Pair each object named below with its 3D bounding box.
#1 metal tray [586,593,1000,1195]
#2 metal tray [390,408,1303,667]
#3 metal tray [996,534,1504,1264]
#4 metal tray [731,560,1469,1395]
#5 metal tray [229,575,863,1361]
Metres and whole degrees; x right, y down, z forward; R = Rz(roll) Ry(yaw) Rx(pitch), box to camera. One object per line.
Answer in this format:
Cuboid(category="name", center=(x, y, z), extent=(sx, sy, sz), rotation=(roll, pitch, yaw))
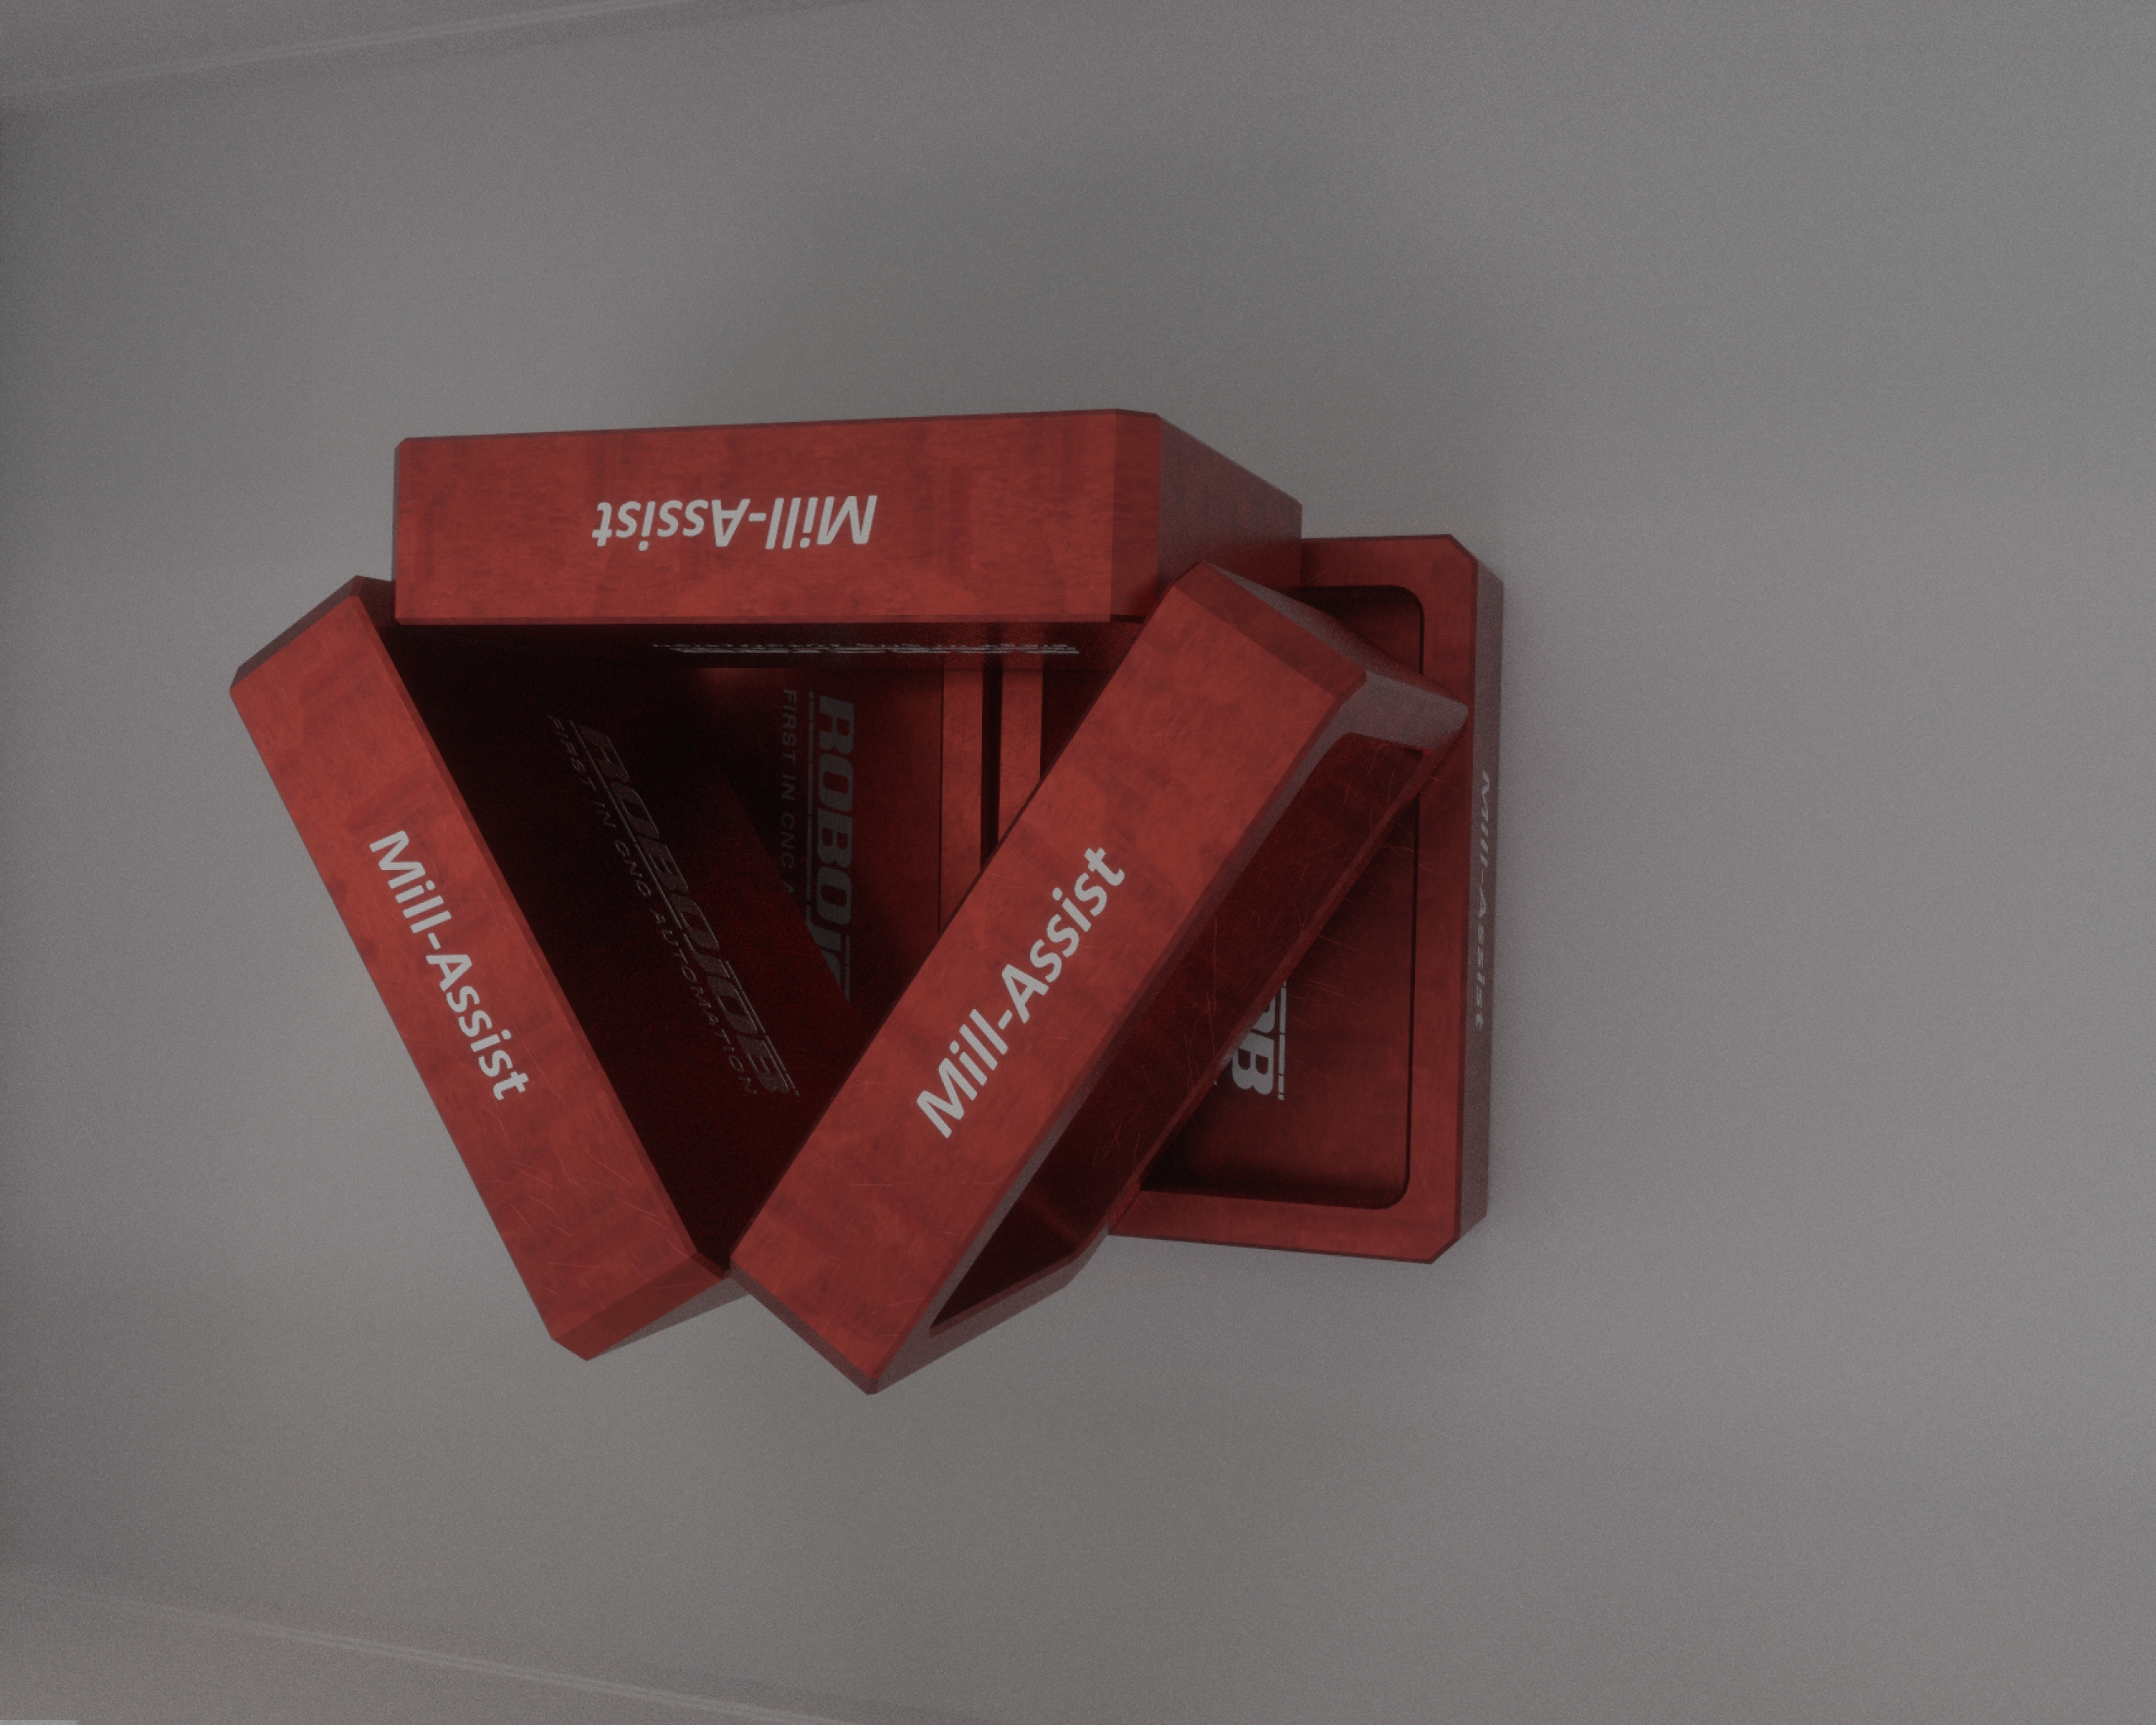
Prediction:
Cuboid(category="metal tray", center=(-0.055, 0.003, 0.427), extent=(0.090, 0.030, 0.129), rotation=(1, 89, 20))
Cuboid(category="metal tray", center=(-0.036, -0.051, 0.354), extent=(0.130, 0.090, 0.030), rotation=(2, 91, 20))
Cuboid(category="metal tray", center=(0.031, 0.006, 0.396), extent=(0.090, 0.030, 0.129), rotation=(1, 90, 20))
Cuboid(category="metal tray", center=(0.007, 0.018, 0.339), extent=(0.030, 0.090, 0.129), rotation=(37, 102, 16))
Cuboid(category="metal tray", center=(-0.083, 0.015, 0.371), extent=(0.030, 0.090, 0.130), rotation=(-33, 80, 18))
